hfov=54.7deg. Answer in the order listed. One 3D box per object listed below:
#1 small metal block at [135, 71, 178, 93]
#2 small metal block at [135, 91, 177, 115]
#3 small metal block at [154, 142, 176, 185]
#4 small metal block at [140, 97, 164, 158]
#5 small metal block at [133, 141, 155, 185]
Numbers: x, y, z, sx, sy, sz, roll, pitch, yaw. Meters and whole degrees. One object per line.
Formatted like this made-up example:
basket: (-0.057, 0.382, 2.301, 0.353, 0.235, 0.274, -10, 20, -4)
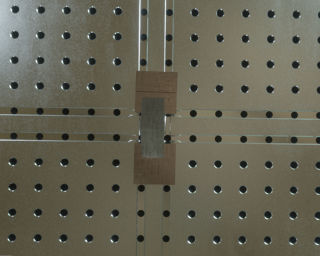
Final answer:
small metal block: (-0.004, -0.056, 0.400, 0.050, 0.050, 0.025, 2, 90, -1)
small metal block: (-0.005, -0.031, 0.400, 0.050, 0.050, 0.025, 2, 90, -1)
small metal block: (0.006, 0.044, 0.400, 0.025, 0.050, 0.050, 1, 90, 0)
small metal block: (-0.008, 0.000, 0.359, 0.025, 0.050, 0.050, 1, 48, 0)
small metal block: (-0.019, 0.043, 0.400, 0.025, 0.050, 0.050, 1, 90, 0)
